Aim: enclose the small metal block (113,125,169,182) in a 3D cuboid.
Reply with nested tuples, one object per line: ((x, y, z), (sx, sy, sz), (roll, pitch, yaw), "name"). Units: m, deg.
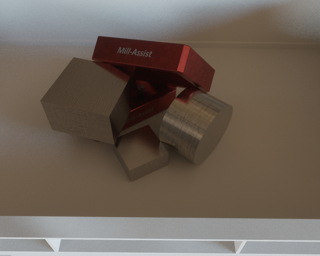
((-0.024, 0.030, 0.378), (0.050, 0.025, 0.050), (-23, 54, -19), "small metal block")

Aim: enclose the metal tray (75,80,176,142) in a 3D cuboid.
((-0.054, -0.045, 0.436), (0.131, 0.030, 0.090), (-27, 55, -22), "metal tray")

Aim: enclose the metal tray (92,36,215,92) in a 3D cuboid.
((-0.008, -0.080, 0.390), (0.130, 0.090, 0.030), (15, 89, 30), "metal tray")

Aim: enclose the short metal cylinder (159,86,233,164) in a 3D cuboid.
((0.044, -0.004, 0.372), (0.050, 0.080, 0.080), (32, 57, 24), "short metal cylinder")

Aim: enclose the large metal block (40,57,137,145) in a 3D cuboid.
((-0.080, -0.034, 0.373), (0.080, 0.050, 0.080), (13, 51, 10), "large metal block")
